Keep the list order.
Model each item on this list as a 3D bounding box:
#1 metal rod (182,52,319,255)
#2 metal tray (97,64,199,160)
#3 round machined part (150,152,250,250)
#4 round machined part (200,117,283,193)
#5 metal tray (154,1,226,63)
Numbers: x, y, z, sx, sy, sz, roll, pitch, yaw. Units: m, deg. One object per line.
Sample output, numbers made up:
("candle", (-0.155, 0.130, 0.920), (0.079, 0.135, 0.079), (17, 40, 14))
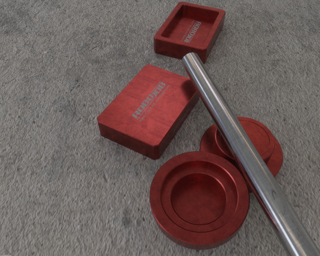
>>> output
("metal rod", (0.085, 0.016, 0.335), (0.025, 0.025, 0.300), (-13, 51, -11))
("metal tray", (-0.011, -0.027, 0.423), (0.090, 0.030, 0.130), (23, 54, 18))
("round machined part", (0.040, 0.077, 0.323), (0.099, 0.042, 0.098), (-2, 55, 3))
("round machined part", (0.098, 0.025, 0.372), (0.099, 0.042, 0.098), (0, 50, 0))
("metal tray", (0.054, -0.170, 0.543), (0.090, 0.030, 0.130), (17, 52, 14))
